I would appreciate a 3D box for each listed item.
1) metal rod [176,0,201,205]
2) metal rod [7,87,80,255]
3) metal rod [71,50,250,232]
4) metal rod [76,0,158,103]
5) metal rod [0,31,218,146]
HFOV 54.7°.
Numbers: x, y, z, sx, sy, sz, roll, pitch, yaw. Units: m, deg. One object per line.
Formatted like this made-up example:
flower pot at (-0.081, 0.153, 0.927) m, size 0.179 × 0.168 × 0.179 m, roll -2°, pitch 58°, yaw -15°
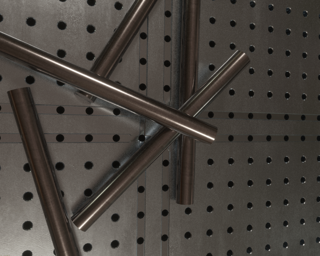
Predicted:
metal rod at (0.039, -0.046, 0.428) m, size 0.025 × 0.025 × 0.298 m, roll 2°, pitch 89°, yaw -20°
metal rod at (-0.124, 0.100, 0.367) m, size 0.025 × 0.025 × 0.298 m, roll -16°, pitch 96°, yaw -20°
metal rod at (0.006, 0.011, 0.395) m, size 0.300 × 0.025 × 0.025 m, roll -45°, pitch 105°, yaw -7°
metal rod at (-0.019, -0.165, 0.406) m, size 0.025 × 0.025 × 0.300 m, roll 33°, pitch 79°, yaw -18°
metal rod at (-0.073, -0.049, 0.357) m, size 0.302 × 0.025 × 0.025 m, roll 23°, pitch 82°, yaw -8°
